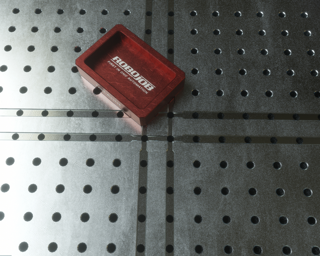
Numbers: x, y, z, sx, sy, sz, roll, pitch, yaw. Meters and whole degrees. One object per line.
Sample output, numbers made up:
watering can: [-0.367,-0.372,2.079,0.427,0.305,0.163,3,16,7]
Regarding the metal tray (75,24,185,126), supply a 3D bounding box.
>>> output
metal tray: [-0.041,-0.077,0.436,0.130,0.030,0.090,40,75,13]
